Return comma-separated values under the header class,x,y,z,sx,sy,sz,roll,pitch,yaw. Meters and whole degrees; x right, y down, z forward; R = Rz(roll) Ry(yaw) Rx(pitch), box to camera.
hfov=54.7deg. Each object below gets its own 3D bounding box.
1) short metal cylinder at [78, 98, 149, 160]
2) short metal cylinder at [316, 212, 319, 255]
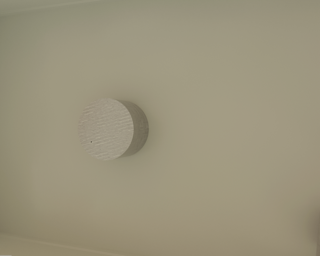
class,x,y,z,sx,sy,sz,roll,pitch,yaw
short metal cylinder,-0.062,0.001,0.418,0.080,0.050,0.079,0,90,19
short metal cylinder,0.203,0.117,0.310,0.080,0.080,0.050,5,92,19
